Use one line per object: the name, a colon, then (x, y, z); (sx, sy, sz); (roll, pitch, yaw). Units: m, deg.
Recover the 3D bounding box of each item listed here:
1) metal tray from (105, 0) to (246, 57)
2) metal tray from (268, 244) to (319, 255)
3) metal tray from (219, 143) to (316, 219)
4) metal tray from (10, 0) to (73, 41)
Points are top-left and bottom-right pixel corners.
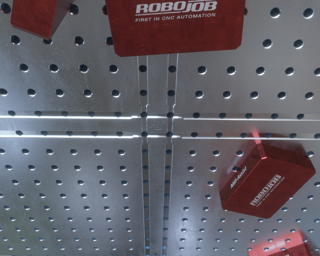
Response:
metal tray: (0.015, -0.121, 0.305); (0.131, 0.030, 0.090); (-3, 130, 2)
metal tray: (0.274, 0.300, 0.665); (0.130, 0.030, 0.090); (-32, 124, 24)
metal tray: (0.162, 0.087, 0.483); (0.091, 0.030, 0.129); (15, 129, -13)
metal tray: (-0.078, -0.147, 0.243); (0.030, 0.090, 0.129); (19, 128, -15)
